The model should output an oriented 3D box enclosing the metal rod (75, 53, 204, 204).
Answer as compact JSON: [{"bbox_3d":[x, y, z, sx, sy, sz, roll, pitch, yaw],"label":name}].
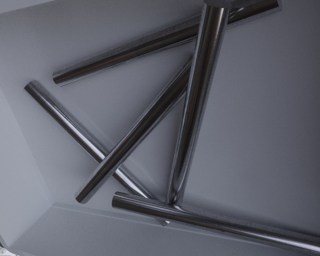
[{"bbox_3d":[-0.040,0.018,0.419,0.025,0.025,0.298,42,122,-1],"label":"metal rod"}]

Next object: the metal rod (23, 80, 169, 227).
[{"bbox_3d":[-0.093,0.041,0.483,0.300,0.025,0.025,45,129,-4],"label":"metal rod"}]

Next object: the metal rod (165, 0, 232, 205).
[{"bbox_3d":[0.036,0.001,0.370,0.025,0.025,0.298,21,133,15],"label":"metal rod"}]

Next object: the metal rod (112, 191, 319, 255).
[{"bbox_3d":[0.077,0.131,0.425,0.301,0.025,0.025,9,123,14],"label":"metal rod"}]

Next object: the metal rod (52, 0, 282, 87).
[{"bbox_3d":[-0.018,-0.094,0.359,0.300,0.025,0.025,-11,113,32],"label":"metal rod"}]
